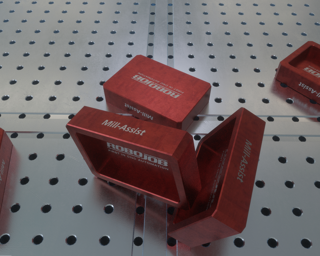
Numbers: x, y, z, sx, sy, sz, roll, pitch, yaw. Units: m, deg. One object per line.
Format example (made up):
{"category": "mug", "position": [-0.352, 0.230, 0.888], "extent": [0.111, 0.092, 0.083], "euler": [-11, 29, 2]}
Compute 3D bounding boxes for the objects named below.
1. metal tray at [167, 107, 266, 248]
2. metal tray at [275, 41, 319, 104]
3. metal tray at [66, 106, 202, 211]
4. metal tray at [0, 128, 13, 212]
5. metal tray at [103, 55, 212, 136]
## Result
{"category": "metal tray", "position": [0.059, 0.050, 0.321], "extent": [0.030, 0.090, 0.130], "euler": [32, 52, -9]}
{"category": "metal tray", "position": [0.256, -0.076, 0.469], "extent": [0.090, 0.030, 0.130], "euler": [-35, 58, -26]}
{"category": "metal tray", "position": [-0.026, 0.031, 0.323], "extent": [0.130, 0.090, 0.030], "euler": [14, 51, 27]}
{"category": "metal tray", "position": [-0.228, 0.062, 0.351], "extent": [0.091, 0.030, 0.130], "euler": [-7, 50, -6]}
{"category": "metal tray", "position": [-0.004, -0.051, 0.448], "extent": [0.130, 0.030, 0.090], "euler": [27, 55, 21]}
